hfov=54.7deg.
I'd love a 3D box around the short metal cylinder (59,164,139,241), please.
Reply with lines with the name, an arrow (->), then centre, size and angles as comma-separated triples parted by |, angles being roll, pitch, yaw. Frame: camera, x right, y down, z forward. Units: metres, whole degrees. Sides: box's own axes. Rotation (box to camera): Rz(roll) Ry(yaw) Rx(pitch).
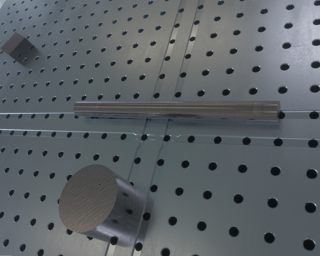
short metal cylinder -> -0.073, 0.090, 0.375 | 0.080, 0.050, 0.080 | -13, 56, 21

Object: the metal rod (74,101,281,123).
metal rod -> 0.003, -0.024, 0.421 | 0.300, 0.025, 0.025 | 3, 63, 29

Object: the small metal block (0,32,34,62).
small metal block -> -0.317, -0.179, 0.684 | 0.050, 0.025, 0.050 | 32, 79, 38
